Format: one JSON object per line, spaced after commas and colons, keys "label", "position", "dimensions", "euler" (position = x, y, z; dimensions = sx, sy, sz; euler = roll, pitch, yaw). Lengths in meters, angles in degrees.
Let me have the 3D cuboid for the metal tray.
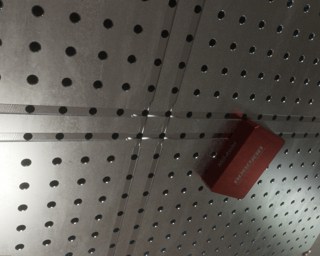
{"label": "metal tray", "position": [0.141, 0.055, 0.522], "dimensions": [0.091, 0.030, 0.129], "euler": [22, 106, -37]}
